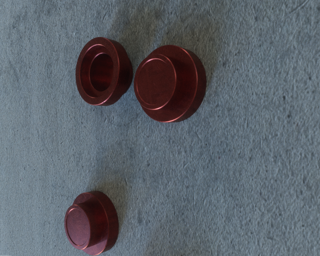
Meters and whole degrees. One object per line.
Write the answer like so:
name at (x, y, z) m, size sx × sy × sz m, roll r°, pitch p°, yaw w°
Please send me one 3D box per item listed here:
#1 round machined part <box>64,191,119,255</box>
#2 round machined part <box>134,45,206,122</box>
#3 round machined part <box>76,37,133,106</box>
round machined part at (-0.114, 0.151, 0.488) m, size 0.098 × 0.042 × 0.097 m, roll 0°, pitch 90°, yaw 40°
round machined part at (0.005, -0.056, 0.390) m, size 0.098 × 0.042 × 0.097 m, roll 0°, pitch 90°, yaw 40°
round machined part at (-0.078, -0.081, 0.459) m, size 0.098 × 0.042 × 0.097 m, roll 0°, pitch 90°, yaw 40°
